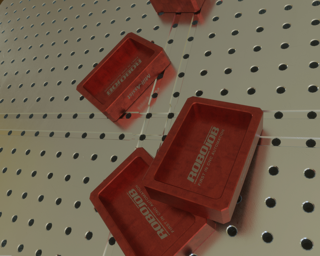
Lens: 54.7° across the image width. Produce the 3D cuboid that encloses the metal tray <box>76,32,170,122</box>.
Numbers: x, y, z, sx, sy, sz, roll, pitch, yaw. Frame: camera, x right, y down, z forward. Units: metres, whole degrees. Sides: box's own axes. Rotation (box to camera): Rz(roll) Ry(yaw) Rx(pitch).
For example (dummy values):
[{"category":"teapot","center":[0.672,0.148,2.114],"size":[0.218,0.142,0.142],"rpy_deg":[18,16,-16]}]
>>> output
[{"category":"metal tray","center":[-0.059,-0.083,0.484],"size":[0.130,0.030,0.090],"rpy_deg":[-48,52,-6]}]

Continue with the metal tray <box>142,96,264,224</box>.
[{"category":"metal tray","center":[0.050,0.027,0.336],"size":[0.090,0.030,0.130],"rpy_deg":[13,55,26]}]

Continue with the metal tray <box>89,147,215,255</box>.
[{"category":"metal tray","center":[-0.014,0.094,0.353],"size":[0.090,0.030,0.130],"rpy_deg":[-44,51,-3]}]

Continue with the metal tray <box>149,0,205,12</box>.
[{"category":"metal tray","center":[0.047,-0.260,0.537],"size":[0.090,0.030,0.130],"rpy_deg":[14,68,33]}]
